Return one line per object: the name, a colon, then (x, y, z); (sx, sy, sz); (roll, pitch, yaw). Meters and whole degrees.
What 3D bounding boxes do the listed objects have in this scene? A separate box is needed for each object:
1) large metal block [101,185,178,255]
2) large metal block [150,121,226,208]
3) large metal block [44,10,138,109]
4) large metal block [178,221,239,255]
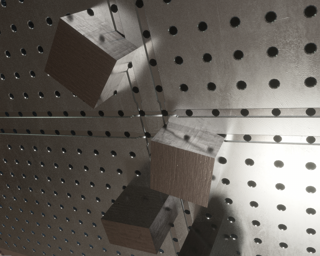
large metal block: (-0.029, 0.136, 0.473); (0.080, 0.080, 0.050); (2, 119, 27)
large metal block: (0.035, 0.046, 0.404); (0.080, 0.050, 0.079); (15, 125, 19)
large metal block: (-0.087, -0.085, 0.387); (0.080, 0.050, 0.080); (37, 129, 2)
large metal block: (0.074, 0.198, 0.458); (0.050, 0.080, 0.080); (-15, 111, 34)
